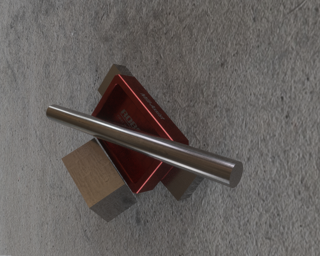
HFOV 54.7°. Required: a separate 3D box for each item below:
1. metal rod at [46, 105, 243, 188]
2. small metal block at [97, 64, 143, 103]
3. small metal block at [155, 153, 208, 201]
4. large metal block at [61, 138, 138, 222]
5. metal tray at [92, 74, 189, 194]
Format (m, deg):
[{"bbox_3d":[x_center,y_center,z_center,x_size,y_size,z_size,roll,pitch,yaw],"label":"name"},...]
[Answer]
[{"bbox_3d":[-0.045,0.009,0.370,0.300,0.025,0.025,16,100,38],"label":"metal rod"},{"bbox_3d":[-0.058,-0.057,0.452,0.050,0.025,0.050,52,120,27],"label":"small metal block"},{"bbox_3d":[0.026,0.053,0.383,0.050,0.025,0.050,46,117,30],"label":"small metal block"},{"bbox_3d":[-0.080,0.073,0.423,0.050,0.080,0.080,-34,62,-10],"label":"large metal block"},{"bbox_3d":[-0.033,0.005,0.395,0.130,0.030,0.090,51,120,27],"label":"metal tray"}]
